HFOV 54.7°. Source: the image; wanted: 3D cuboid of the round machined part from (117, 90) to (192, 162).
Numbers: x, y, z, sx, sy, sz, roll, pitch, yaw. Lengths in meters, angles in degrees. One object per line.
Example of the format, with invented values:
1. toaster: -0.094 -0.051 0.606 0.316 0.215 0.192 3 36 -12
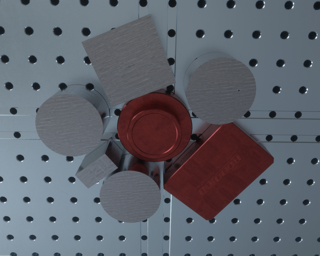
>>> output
1. round machined part: -0.007 0.001 0.404 0.099 0.042 0.097 0 110 0

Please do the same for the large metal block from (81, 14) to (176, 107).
1. large metal block: -0.034 -0.081 0.370 0.080 0.050 0.080 -20 109 7

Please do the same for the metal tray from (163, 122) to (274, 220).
1. metal tray: 0.078 0.057 0.431 0.090 0.030 0.130 39 105 -13

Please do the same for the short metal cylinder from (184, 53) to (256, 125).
1. short metal cylinder: 0.071 -0.050 0.381 0.081 0.050 0.079 0 110 0

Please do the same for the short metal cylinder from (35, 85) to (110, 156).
1. short metal cylinder: -0.108 -0.011 0.394 0.081 0.050 0.079 0 110 0

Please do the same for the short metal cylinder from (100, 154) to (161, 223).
1. short metal cylinder: -0.039 0.083 0.429 0.081 0.050 0.079 0 110 0

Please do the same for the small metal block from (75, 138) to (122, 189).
1. small metal block: -0.080 0.047 0.415 0.050 0.050 0.025 -35 106 12
